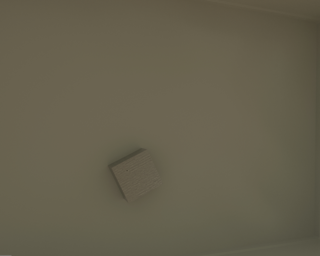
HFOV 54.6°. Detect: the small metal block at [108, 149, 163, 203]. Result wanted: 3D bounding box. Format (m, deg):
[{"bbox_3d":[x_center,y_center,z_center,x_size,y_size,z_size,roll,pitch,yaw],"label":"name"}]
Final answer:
[{"bbox_3d":[-0.032,0.060,0.399,0.050,0.025,0.050,-27,99,-18],"label":"small metal block"}]
